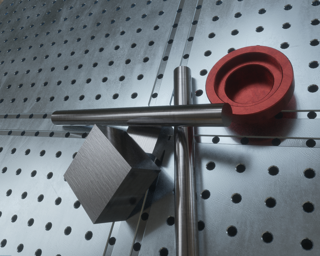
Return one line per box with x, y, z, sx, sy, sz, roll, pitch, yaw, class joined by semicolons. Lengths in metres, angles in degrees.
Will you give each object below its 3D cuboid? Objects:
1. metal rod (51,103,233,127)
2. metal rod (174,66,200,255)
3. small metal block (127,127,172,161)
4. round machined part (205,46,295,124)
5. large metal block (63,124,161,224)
-0.049;-0.015;0.410;0.300;0.025;0.025;1;62;39;metal rod
0.029;0.049;0.361;0.025;0.025;0.299;-12;56;21;metal rod
-0.018;0.013;0.409;0.050;0.025;0.050;7;65;30;small metal block
0.108;-0.047;0.369;0.098;0.042;0.098;-13;56;20;round machined part
-0.059;0.054;0.369;0.080;0.050;0.080;44;108;35;large metal block
